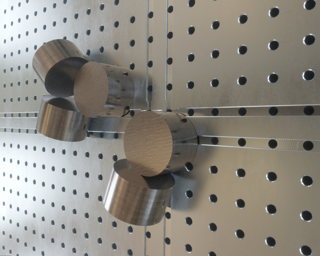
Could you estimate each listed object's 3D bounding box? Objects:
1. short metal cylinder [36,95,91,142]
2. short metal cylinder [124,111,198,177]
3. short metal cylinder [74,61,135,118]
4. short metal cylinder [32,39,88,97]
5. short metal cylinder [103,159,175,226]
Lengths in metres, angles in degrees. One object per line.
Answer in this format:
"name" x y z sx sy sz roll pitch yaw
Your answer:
"short metal cylinder" -0.153 -0.017 0.500 0.080 0.081 0.050 29 108 36
"short metal cylinder" 0.000 0.019 0.393 0.080 0.050 0.079 0 90 40
"short metal cylinder" -0.084 -0.055 0.462 0.080 0.050 0.079 0 90 40
"short metal cylinder" -0.158 -0.096 0.504 0.050 0.081 0.080 50 120 28
"short metal cylinder" -0.027 0.079 0.396 0.080 0.081 0.050 29 108 36
